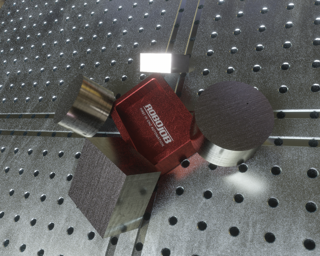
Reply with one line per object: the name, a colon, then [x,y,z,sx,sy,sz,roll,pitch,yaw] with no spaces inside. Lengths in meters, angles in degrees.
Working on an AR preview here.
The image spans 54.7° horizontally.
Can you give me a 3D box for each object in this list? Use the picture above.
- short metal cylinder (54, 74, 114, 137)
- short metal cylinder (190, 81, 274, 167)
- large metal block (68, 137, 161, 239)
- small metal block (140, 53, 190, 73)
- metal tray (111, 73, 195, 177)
short metal cylinder: [-0.111,-0.031,0.451,0.080,0.050,0.080,-36,38,35]
short metal cylinder: [0.075,-0.004,0.335,0.081,0.050,0.080,1,65,-1]
large metal block: [-0.055,0.065,0.359,0.080,0.050,0.079,35,112,38]
small metal block: [0.007,-0.093,0.442,0.050,0.050,0.025,10,104,32]
metal tray: [-0.007,-0.007,0.412,0.090,0.030,0.130,-35,51,4]
